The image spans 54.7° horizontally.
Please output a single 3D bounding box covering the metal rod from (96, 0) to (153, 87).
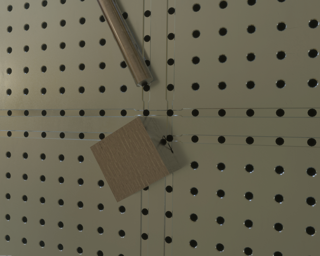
[{"bbox_3d":[-0.084,-0.195,0.442,0.025,0.025,0.299,-28,81,18],"label":"metal rod"}]

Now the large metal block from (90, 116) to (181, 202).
[{"bbox_3d":[-0.032,0.040,0.410,0.080,0.050,0.080,-31,80,17],"label":"large metal block"}]
